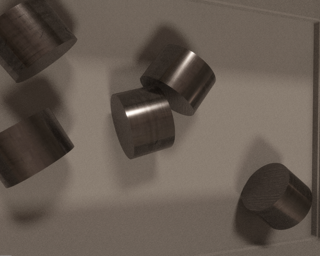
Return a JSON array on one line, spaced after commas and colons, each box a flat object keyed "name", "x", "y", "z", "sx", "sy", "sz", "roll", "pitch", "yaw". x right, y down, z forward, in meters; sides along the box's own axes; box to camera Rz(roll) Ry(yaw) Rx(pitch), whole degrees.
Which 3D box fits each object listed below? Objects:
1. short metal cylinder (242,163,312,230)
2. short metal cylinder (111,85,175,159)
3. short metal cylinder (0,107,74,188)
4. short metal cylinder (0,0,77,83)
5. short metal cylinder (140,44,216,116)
[{"name": "short metal cylinder", "x": 0.167, "y": 0.097, "z": 0.445, "sx": 0.050, "sy": 0.080, "sz": 0.080, "roll": 40, "pitch": 77, "yaw": -16}, {"name": "short metal cylinder", "x": -0.022, "y": -0.008, "z": 0.374, "sx": 0.050, "sy": 0.080, "sz": 0.080, "roll": -16, "pitch": 96, "yaw": -20}, {"name": "short metal cylinder", "x": -0.140, "y": 0.020, "z": 0.330, "sx": 0.080, "sy": 0.080, "sz": 0.050, "roll": -33, "pitch": 101, "yaw": -17}, {"name": "short metal cylinder", "x": -0.137, "y": -0.092, "z": 0.331, "sx": 0.080, "sy": 0.080, "sz": 0.050, "roll": -41, "pitch": 104, "yaw": -16}, {"name": "short metal cylinder", "x": 0.022, "y": -0.059, "z": 0.391, "sx": 0.080, "sy": 0.080, "sz": 0.050, "roll": 38, "pitch": 78, "yaw": -17}]
